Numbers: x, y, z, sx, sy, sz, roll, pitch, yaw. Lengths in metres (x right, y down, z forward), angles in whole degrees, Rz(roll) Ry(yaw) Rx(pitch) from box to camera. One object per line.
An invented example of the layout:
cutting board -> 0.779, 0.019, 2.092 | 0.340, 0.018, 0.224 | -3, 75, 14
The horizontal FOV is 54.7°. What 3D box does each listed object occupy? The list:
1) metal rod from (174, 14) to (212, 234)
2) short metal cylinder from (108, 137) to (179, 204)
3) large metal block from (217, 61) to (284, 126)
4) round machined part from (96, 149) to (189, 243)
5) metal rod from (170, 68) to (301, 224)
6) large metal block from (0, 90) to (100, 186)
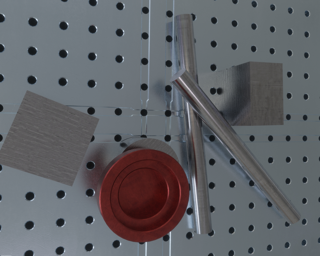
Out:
metal rod -> 0.046, -0.004, 0.429 | 0.025, 0.025, 0.298 | -6, 92, -20
short metal cylinder -> -0.022, 0.052, 0.392 | 0.081, 0.050, 0.079 | 0, 90, -20
large metal block -> 0.122, -0.043, 0.428 | 0.050, 0.080, 0.079 | -1, 91, -20
round machined part -> -0.021, 0.071, 0.343 | 0.099, 0.042, 0.097 | 0, 90, -20
metal rod -> 0.117, 0.038, 0.439 | 0.025, 0.025, 0.300 | -48, 111, -14
large metal block -> -0.126, 0.012, 0.353 | 0.080, 0.050, 0.080 | 23, 82, -19
